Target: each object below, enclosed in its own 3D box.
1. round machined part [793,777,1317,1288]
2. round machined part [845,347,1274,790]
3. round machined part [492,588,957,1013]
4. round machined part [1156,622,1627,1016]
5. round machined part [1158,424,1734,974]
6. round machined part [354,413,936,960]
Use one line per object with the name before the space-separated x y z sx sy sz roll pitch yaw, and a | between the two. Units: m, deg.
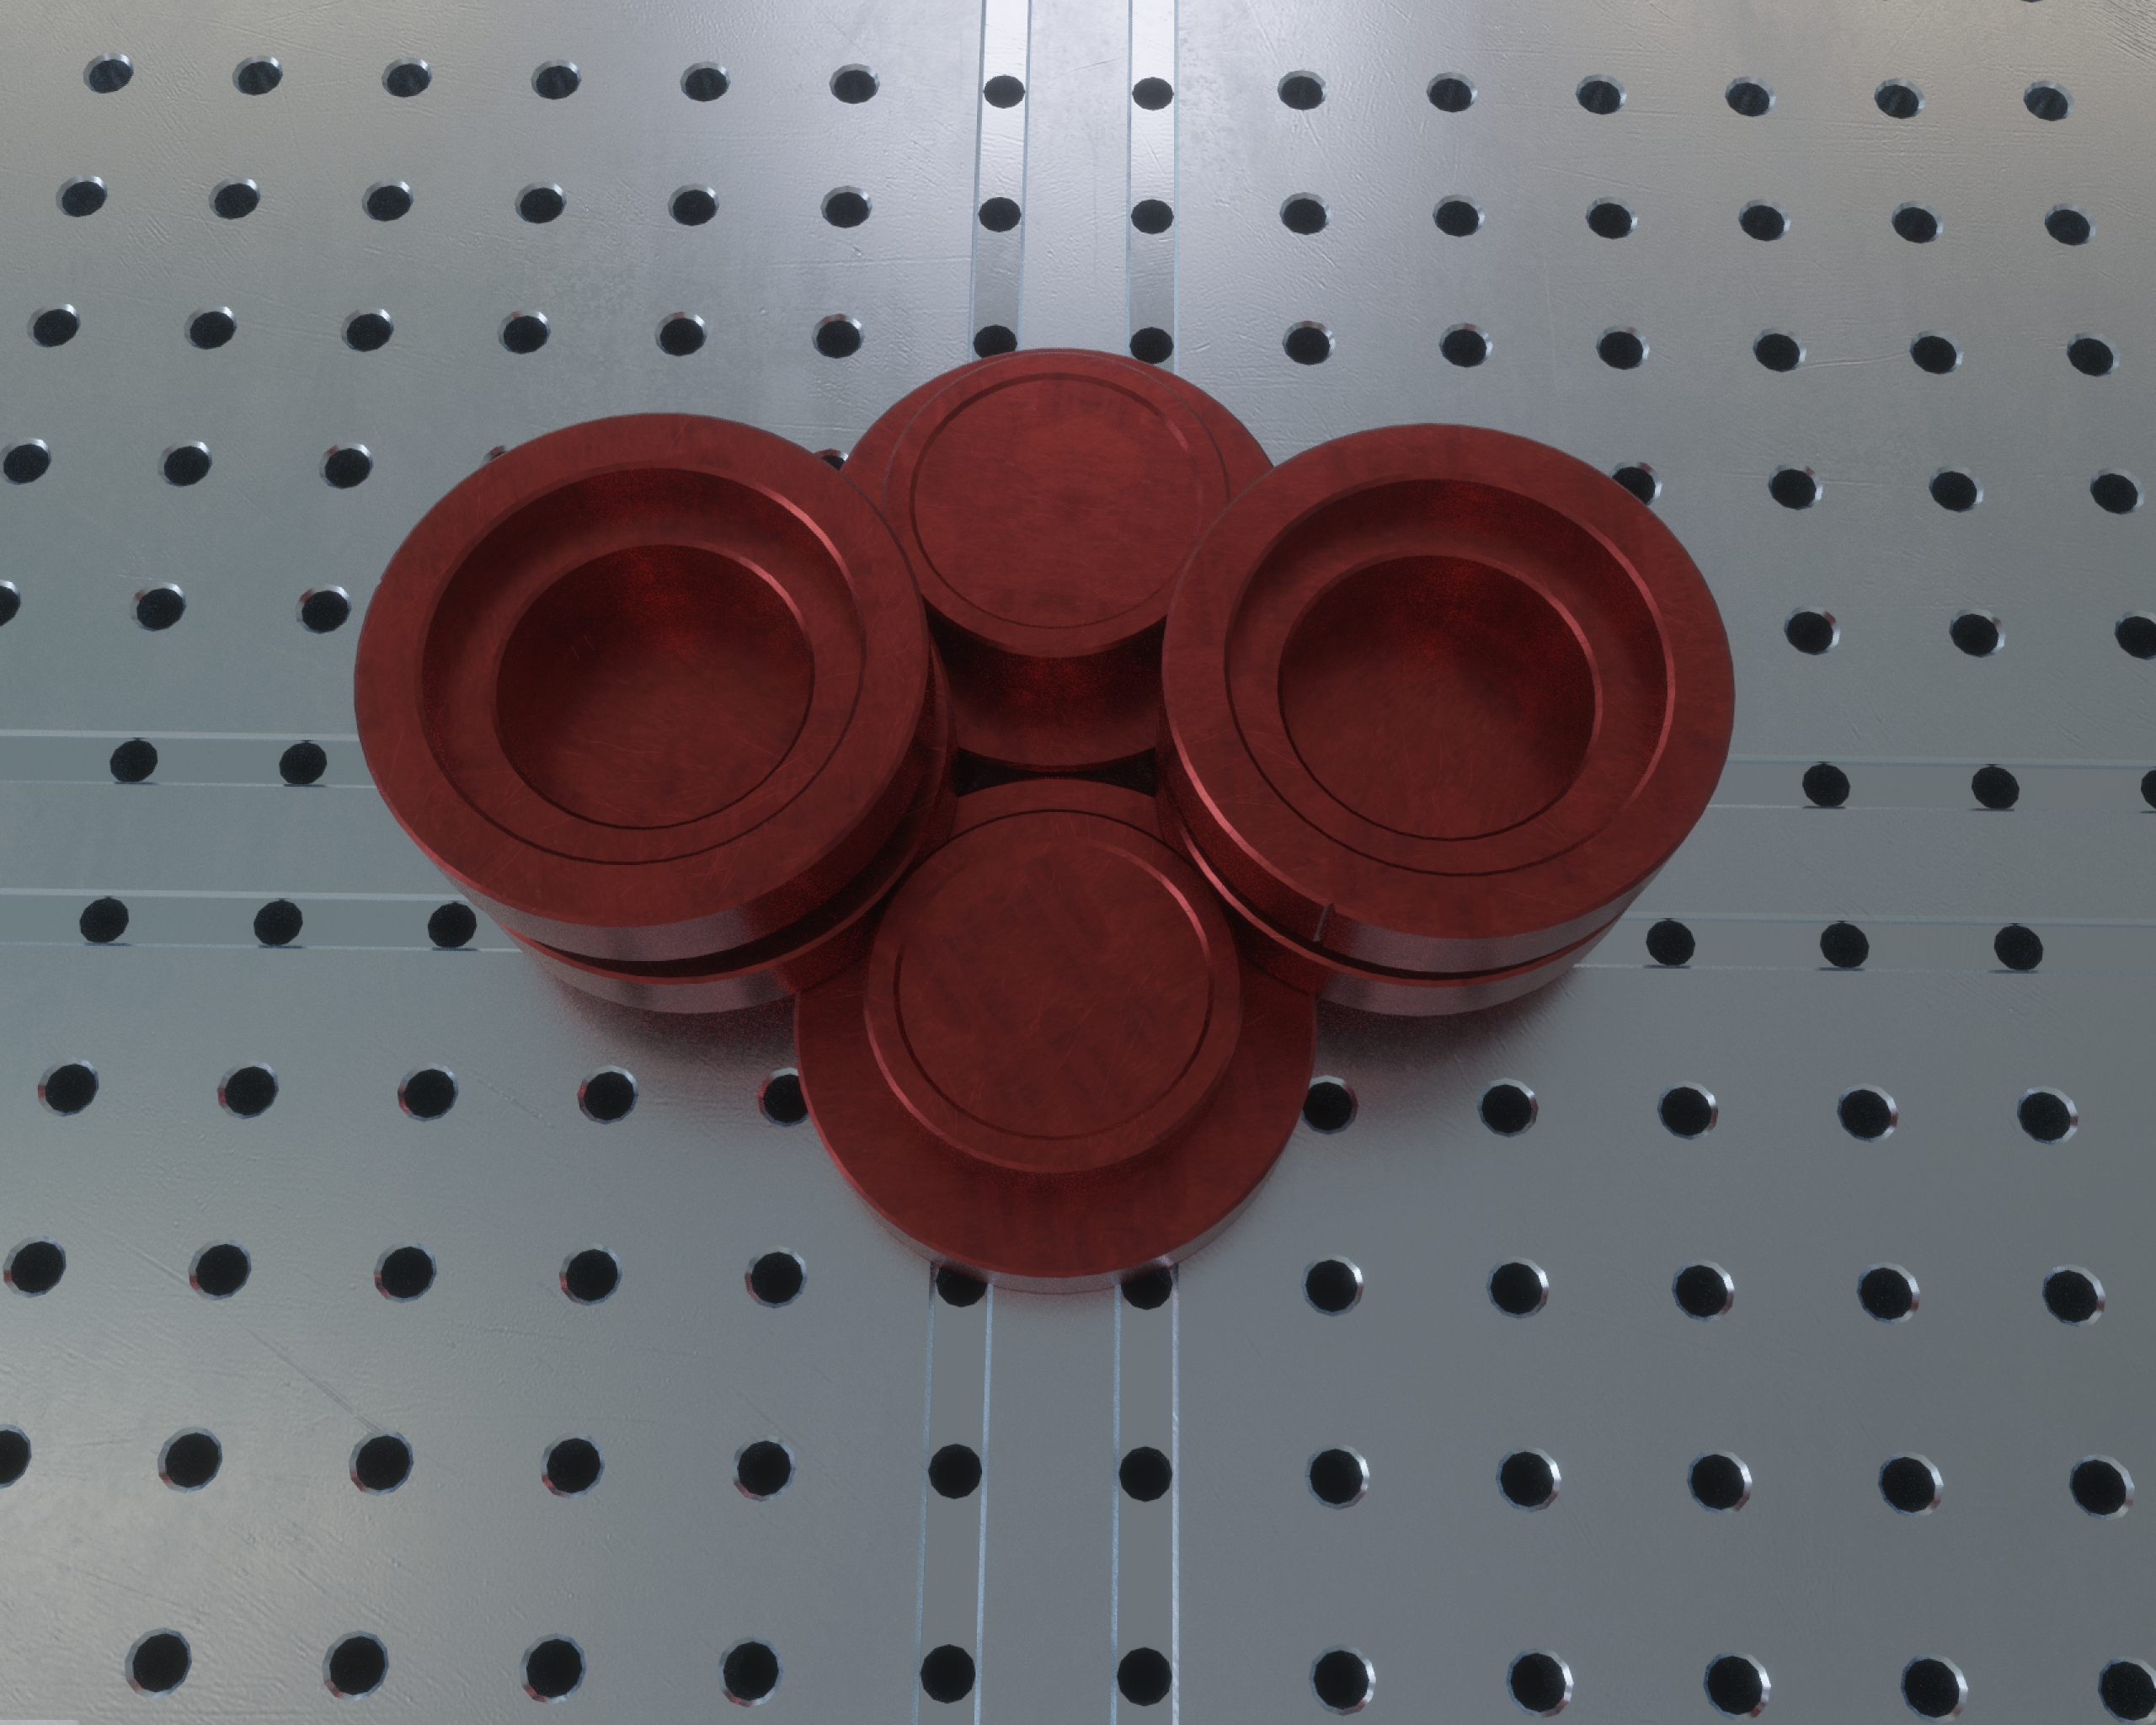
round machined part | -0.004 0.029 0.392 0.099 0.042 0.098 0 70 0
round machined part | -0.004 -0.064 0.426 0.099 0.042 0.098 0 70 0
round machined part | -0.072 -0.017 0.408 0.099 0.042 0.098 0 70 0
round machined part | 0.064 -0.017 0.409 0.099 0.042 0.098 0 70 0
round machined part | 0.064 -0.026 0.378 0.099 0.042 0.098 0 70 0
round machined part | -0.075 -0.028 0.378 0.099 0.042 0.098 0 70 0
